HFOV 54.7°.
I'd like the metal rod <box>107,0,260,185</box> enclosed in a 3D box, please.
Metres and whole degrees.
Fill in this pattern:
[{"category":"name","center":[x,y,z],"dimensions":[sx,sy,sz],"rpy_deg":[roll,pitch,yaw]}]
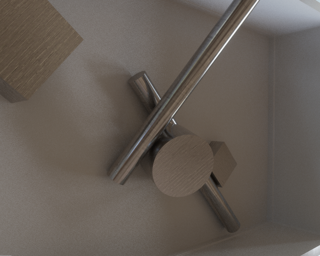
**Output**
[{"category":"metal rod","center":[0.036,-0.060,0.362],"dimensions":[0.025,0.025,0.299],"rpy_deg":[35,92,-35]}]

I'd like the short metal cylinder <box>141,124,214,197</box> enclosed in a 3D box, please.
[{"category":"short metal cylinder","center":[0.020,0.039,0.391],"dimensions":[0.081,0.050,0.079],"rpy_deg":[-6,108,-20]}]

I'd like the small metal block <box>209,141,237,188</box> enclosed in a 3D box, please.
[{"category":"small metal block","center":[0.089,0.056,0.484],"dimensions":[0.050,0.025,0.050],"rpy_deg":[-49,120,-29]}]

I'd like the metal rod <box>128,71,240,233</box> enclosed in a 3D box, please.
[{"category":"metal rod","center":[0.046,0.049,0.447],"dimensions":[0.025,0.025,0.299],"rpy_deg":[-49,119,-29]}]

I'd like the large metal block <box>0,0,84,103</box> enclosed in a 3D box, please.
[{"category":"large metal block","center":[-0.133,-0.080,0.280],"dimensions":[0.080,0.050,0.080],"rpy_deg":[48,62,-30]}]
